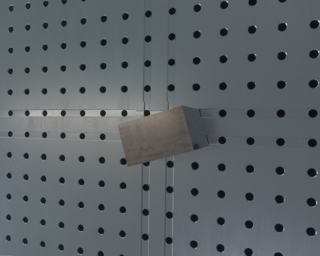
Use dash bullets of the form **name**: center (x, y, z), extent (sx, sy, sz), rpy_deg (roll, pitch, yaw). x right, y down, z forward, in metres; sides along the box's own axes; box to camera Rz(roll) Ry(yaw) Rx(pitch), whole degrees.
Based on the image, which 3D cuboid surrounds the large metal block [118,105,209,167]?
- **large metal block**: center (0.007, 0.010, 0.381), extent (0.080, 0.080, 0.050), rpy_deg (-16, 85, 19)
